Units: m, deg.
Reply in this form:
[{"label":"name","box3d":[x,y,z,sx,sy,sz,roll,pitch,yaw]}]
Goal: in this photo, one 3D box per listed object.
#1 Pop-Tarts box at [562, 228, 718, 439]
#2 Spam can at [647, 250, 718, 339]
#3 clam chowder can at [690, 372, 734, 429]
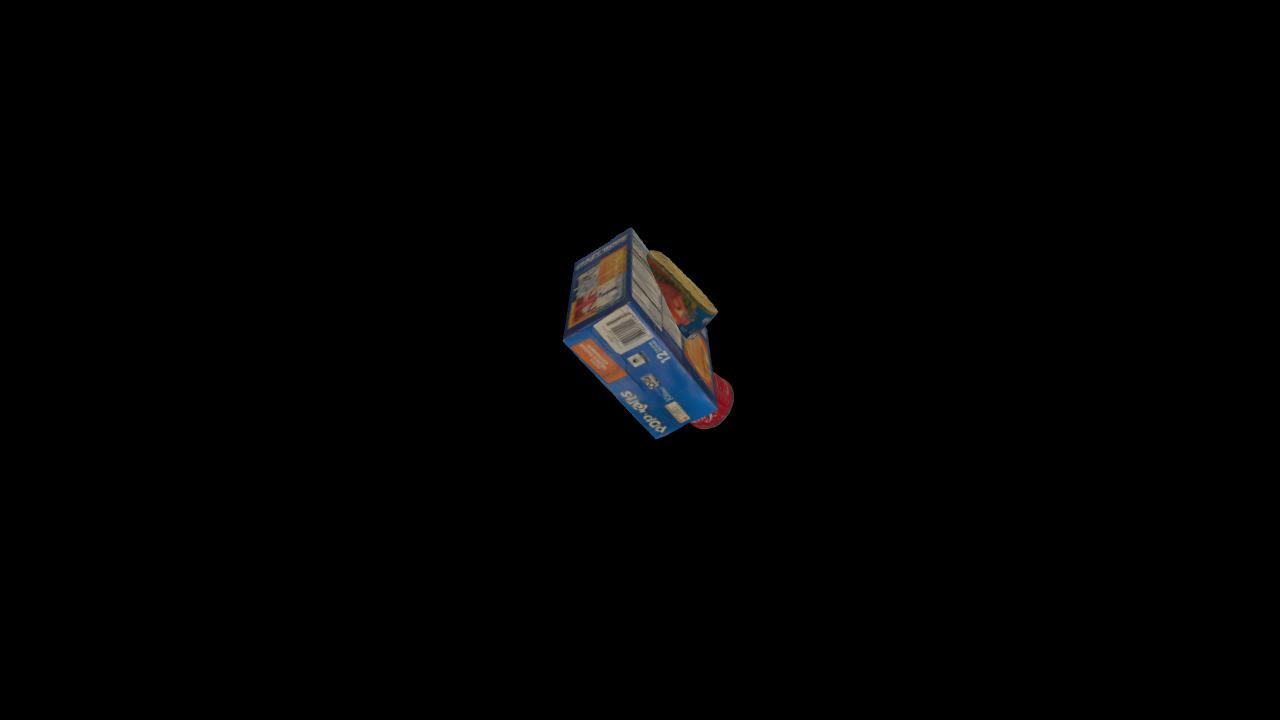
[{"label":"Pop-Tarts box","box3d":[0.004,-0.027,0.655,0.083,0.141,0.167,-26,-54,21]},{"label":"Spam can","box3d":[0.021,-0.055,0.665,0.085,0.101,0.058,-47,-15,18]},{"label":"clam chowder can","box3d":[0.053,0.031,0.704,0.068,0.068,0.102,0,-25,43]}]
